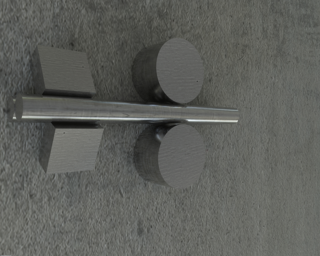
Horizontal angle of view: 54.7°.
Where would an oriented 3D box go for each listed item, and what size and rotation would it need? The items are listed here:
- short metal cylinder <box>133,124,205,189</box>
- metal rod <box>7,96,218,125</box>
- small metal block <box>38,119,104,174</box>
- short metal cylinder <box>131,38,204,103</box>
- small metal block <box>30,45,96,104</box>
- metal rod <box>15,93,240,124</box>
[{"bbox_3d":[0.013,0.035,0.400,0.081,0.050,0.079,0,90,-40],"label":"short metal cylinder"},{"bbox_3d":[-0.024,-0.017,0.386,0.302,0.025,0.025,0,90,-40],"label":"metal rod"},{"bbox_3d":[-0.091,0.017,0.317,0.050,0.025,0.050,1,116,-41],"label":"small metal block"},{"bbox_3d":[0.011,-0.070,0.398,0.081,0.050,0.079,0,90,-40],"label":"short metal cylinder"},{"bbox_3d":[-0.098,-0.052,0.312,0.050,0.025,0.050,0,63,-40],"label":"small metal block"},{"bbox_3d":[-0.007,-0.018,0.368,0.302,0.025,0.025,0,90,-40],"label":"metal rod"}]
